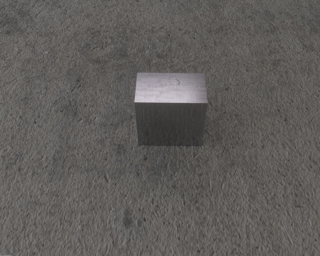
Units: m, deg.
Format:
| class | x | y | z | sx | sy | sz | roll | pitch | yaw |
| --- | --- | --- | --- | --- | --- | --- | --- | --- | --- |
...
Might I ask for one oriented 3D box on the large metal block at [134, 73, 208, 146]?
| class | x | y | z | sx | sy | sz | roll | pitch | yaw |
| --- | --- | --- | --- | --- | --- | --- | --- | --- | --- |
| large metal block | 0.013 | -0.021 | 0.386 | 0.080 | 0.080 | 0.050 | 1 | 50 | 1 |
